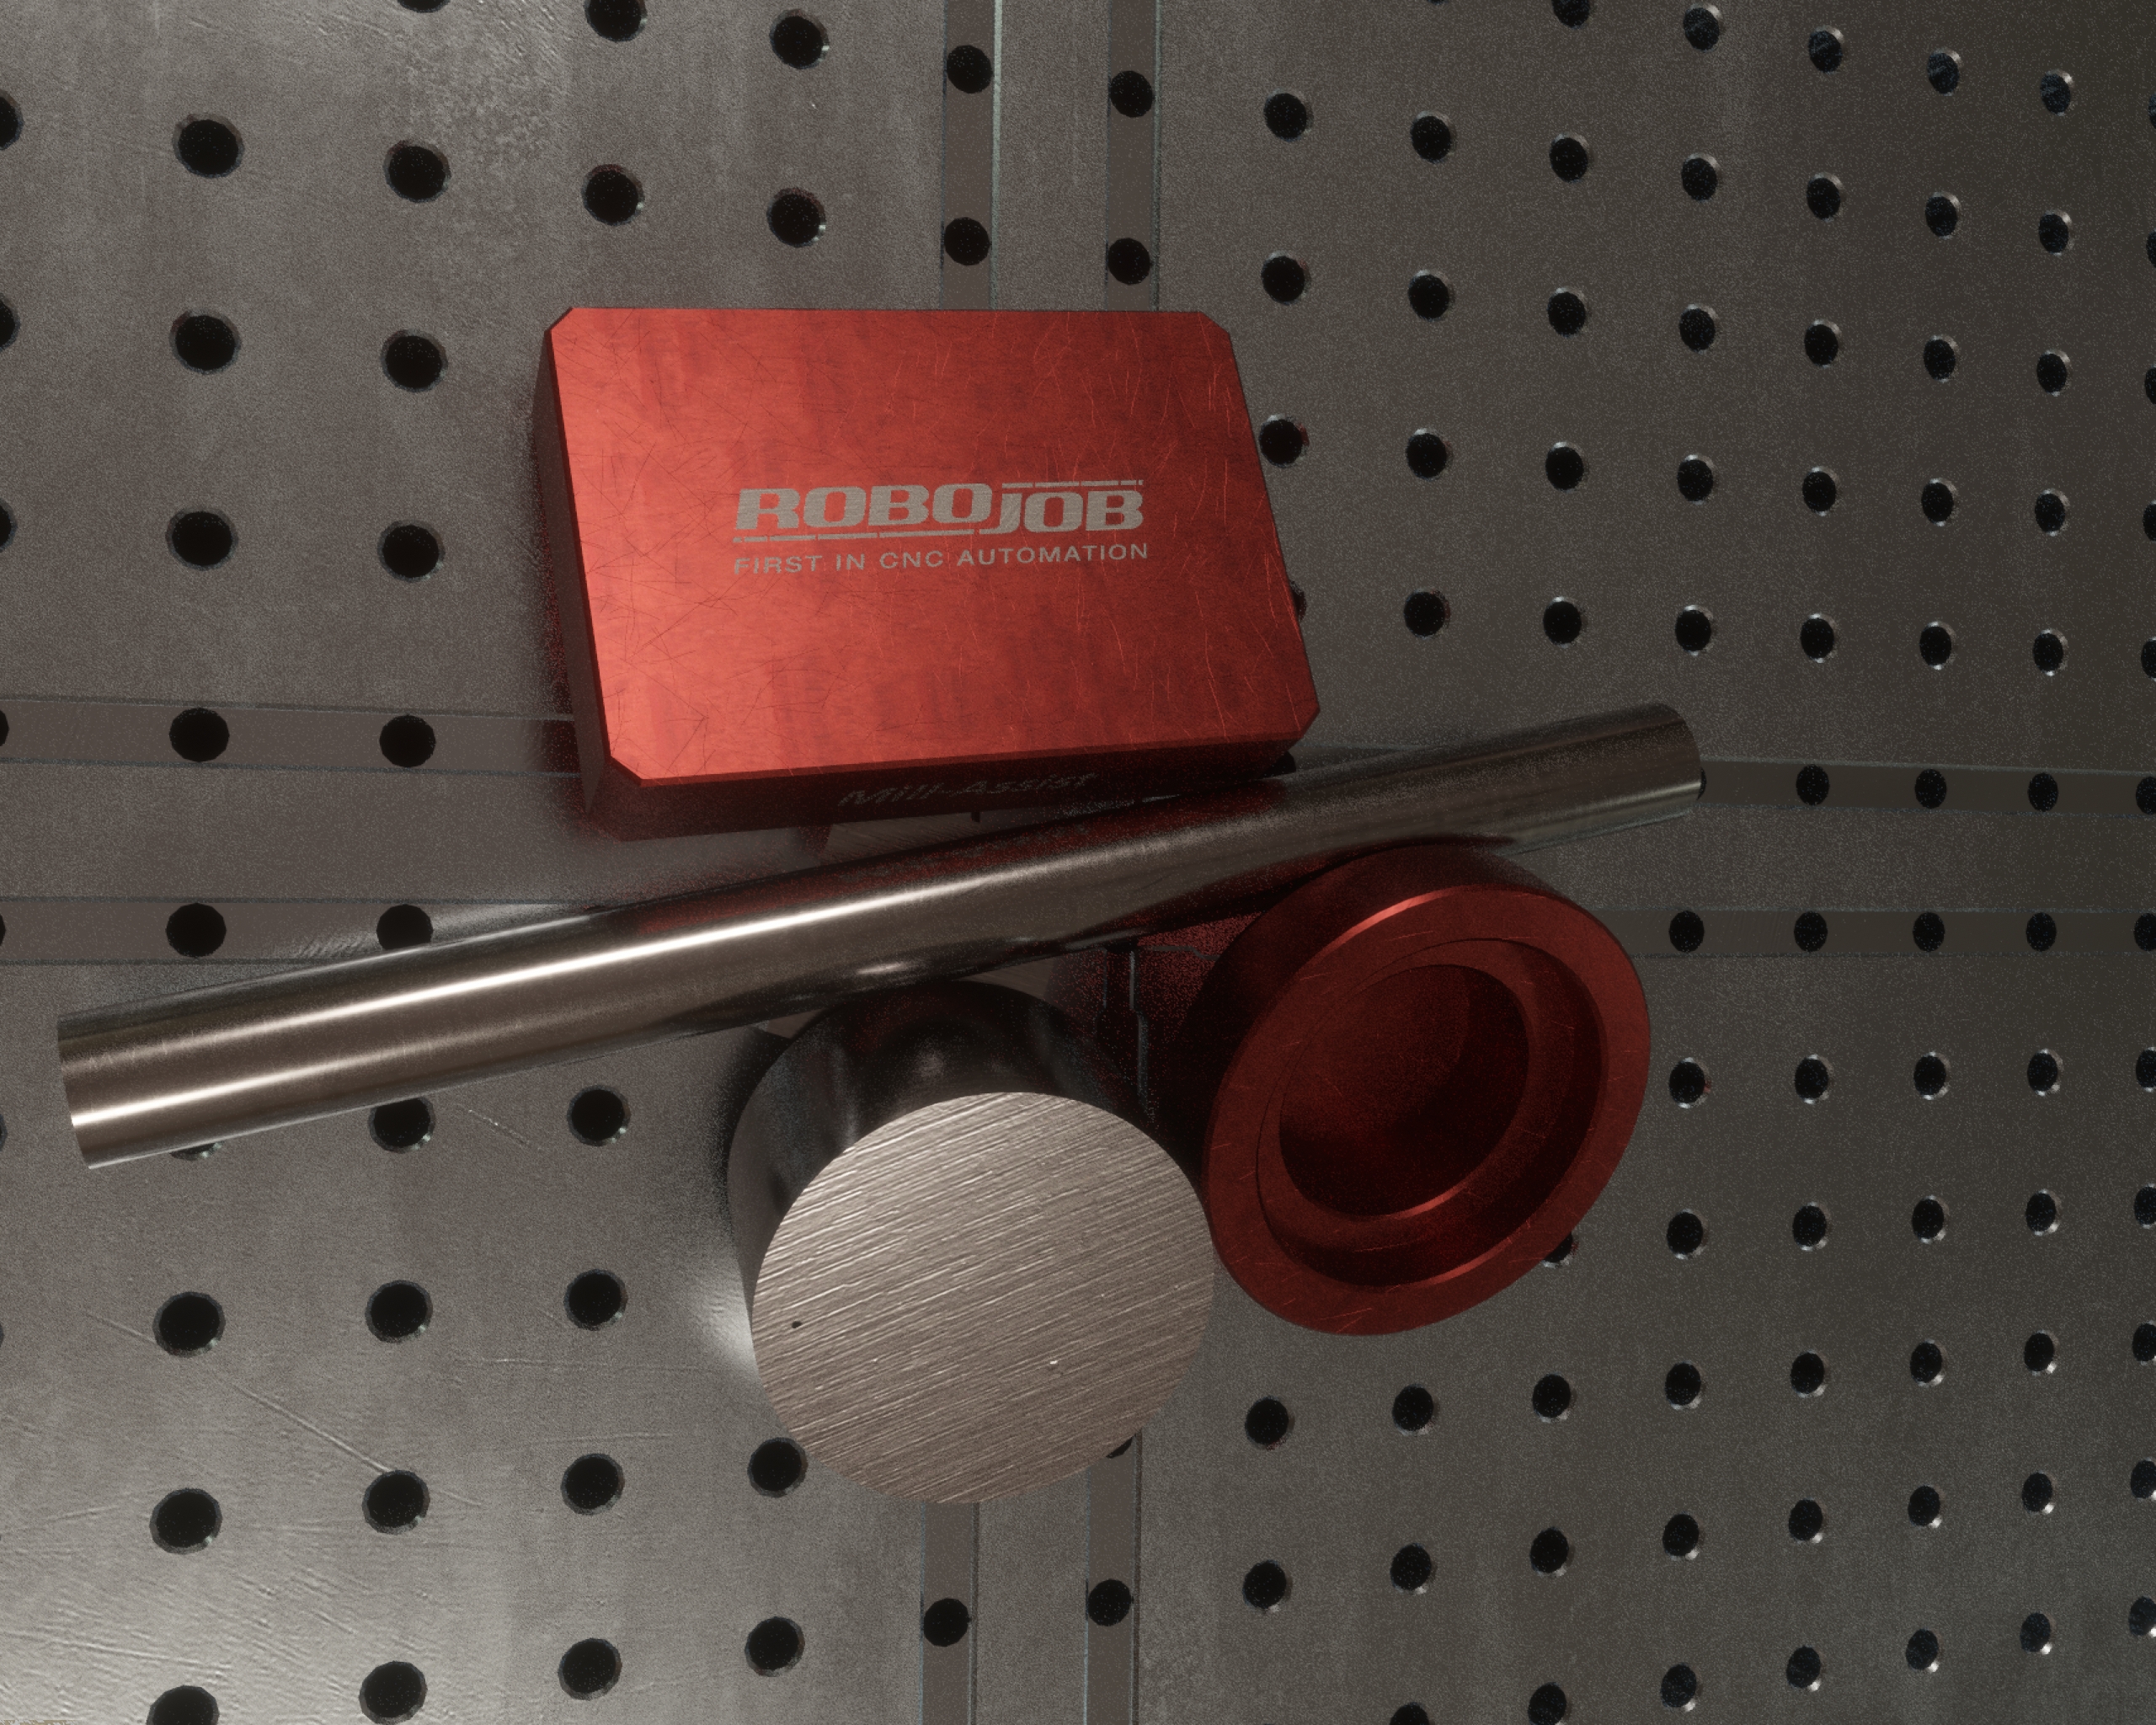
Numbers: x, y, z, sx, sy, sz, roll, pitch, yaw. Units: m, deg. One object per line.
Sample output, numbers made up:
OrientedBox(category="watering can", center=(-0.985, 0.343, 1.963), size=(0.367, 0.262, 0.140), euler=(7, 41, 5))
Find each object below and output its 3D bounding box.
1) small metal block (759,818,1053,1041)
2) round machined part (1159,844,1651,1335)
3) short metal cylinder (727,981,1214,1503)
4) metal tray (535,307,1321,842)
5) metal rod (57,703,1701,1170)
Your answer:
OrientedBox(category="small metal block", center=(-0.033, 0.015, 0.410), size=(0.050, 0.025, 0.050), euler=(19, 84, -20))
OrientedBox(category="round machined part", center=(0.061, 0.041, 0.415), size=(0.099, 0.042, 0.097), euler=(-10, 116, -20))
OrientedBox(category="short metal cylinder", center=(-0.021, 0.068, 0.380), size=(0.081, 0.050, 0.079), euler=(-5, 110, -13))
OrientedBox(category="metal tray", center=(-0.028, -0.056, 0.385), size=(0.131, 0.030, 0.090), euler=(-5, 73, -21))
OrientedBox(category="metal rod", center=(-0.018, 0.008, 0.379), size=(0.303, 0.025, 0.025), euler=(-12, 94, -20))
